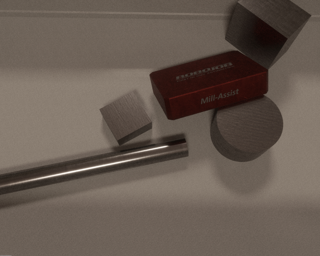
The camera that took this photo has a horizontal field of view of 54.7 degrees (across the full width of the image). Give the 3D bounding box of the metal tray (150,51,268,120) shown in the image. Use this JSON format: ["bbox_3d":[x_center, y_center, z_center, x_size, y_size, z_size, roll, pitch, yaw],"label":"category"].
[{"bbox_3d":[0.060,-0.059,0.403,0.131,0.030,0.090,-16,32,-6],"label":"metal tray"}]

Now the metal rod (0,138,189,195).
[{"bbox_3d":[-0.114,0.054,0.388,0.302,0.025,0.025,-11,71,-5],"label":"metal rod"}]

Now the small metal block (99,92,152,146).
[{"bbox_3d":[-0.045,-0.012,0.414,0.050,0.025,0.050,-29,73,-11],"label":"small metal block"}]

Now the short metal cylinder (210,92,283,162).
[{"bbox_3d":[0.109,-0.001,0.398,0.081,0.050,0.080,0,70,-1],"label":"short metal cylinder"}]

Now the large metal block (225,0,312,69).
[{"bbox_3d":[0.146,-0.139,0.433,0.080,0.080,0.050,43,75,13],"label":"large metal block"}]
